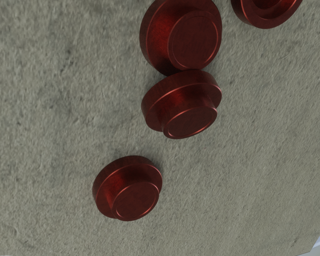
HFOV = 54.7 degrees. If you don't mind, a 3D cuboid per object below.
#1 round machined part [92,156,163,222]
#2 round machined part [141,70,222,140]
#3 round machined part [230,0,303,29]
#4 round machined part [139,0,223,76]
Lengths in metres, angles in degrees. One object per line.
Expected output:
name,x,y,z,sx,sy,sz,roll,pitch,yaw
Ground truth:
round machined part,-0.040,0.090,0.431,0.099,0.042,0.097,-14,125,-21
round machined part,0.030,-0.021,0.375,0.099,0.042,0.098,-16,151,-9
round machined part,0.121,-0.169,0.359,0.099,0.042,0.097,-14,125,-21
round machined part,0.030,-0.102,0.351,0.099,0.042,0.097,-14,125,-21
